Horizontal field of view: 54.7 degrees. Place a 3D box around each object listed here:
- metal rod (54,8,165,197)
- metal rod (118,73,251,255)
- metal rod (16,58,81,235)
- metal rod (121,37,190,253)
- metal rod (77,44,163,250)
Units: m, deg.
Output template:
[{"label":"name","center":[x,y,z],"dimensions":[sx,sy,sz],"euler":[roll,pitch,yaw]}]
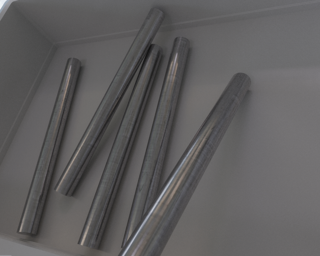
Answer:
[{"label":"metal rod","center":[-0.068,-0.044,0.449],"dimensions":[0.025,0.025,0.299],"euler":[19,77,35]},{"label":"metal rod","center":[0.034,0.027,0.287],"dimensions":[0.025,0.025,0.301],"euler":[5,37,30]},{"label":"metal rod","center":[-0.166,0.011,0.486],"dimensions":[0.025,0.025,0.299],"euler":[-9,58,23]},{"label":"metal rod","center":[0.001,0.003,0.403],"dimensions":[0.025,0.025,0.300],"euler":[-1,61,28]},{"label":"metal rod","center":[-0.046,0.008,0.424],"dimensions":[0.025,0.025,0.300],"euler":[2,63,29]}]
